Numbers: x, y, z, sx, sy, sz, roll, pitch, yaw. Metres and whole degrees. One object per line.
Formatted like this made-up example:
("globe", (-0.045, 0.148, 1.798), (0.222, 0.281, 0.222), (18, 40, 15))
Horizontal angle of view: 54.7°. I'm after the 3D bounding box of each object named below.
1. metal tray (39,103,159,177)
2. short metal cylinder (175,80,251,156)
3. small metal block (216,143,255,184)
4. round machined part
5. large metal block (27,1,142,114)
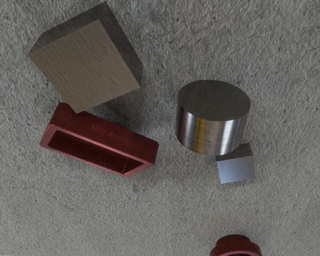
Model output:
("metal tray", (-0.079, 0.021, 0.397), (0.131, 0.030, 0.090), (24, 152, -20))
("short metal cylinder", (0.059, -0.014, 0.360), (0.081, 0.080, 0.050), (1, 130, -2))
("small metal block", (0.110, 0.052, 0.454), (0.050, 0.025, 0.050), (-11, 130, 9))
("round machined part", (0.147, 0.245, 0.607), (0.099, 0.042, 0.097), (-1, 130, 0))
("large metal block", (-0.074, -0.072, 0.328), (0.080, 0.050, 0.080), (-20, 127, 16))
